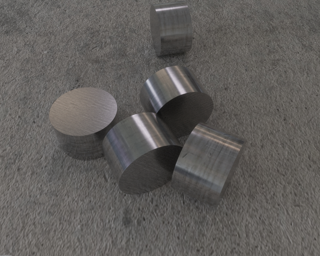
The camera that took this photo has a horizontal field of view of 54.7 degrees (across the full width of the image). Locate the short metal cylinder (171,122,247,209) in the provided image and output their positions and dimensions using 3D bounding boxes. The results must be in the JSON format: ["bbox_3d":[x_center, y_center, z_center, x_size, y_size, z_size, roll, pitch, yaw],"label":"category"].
[{"bbox_3d":[0.054,0.039,0.335,0.050,0.080,0.080,24,54,18],"label":"short metal cylinder"}]

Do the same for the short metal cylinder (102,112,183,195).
[{"bbox_3d":[-0.017,0.029,0.343,0.081,0.080,0.050,-21,53,-17],"label":"short metal cylinder"}]

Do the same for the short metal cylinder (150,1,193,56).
[{"bbox_3d":[0.017,-0.161,0.503,0.050,0.080,0.080,-10,51,-9],"label":"short metal cylinder"}]

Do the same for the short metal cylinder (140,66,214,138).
[{"bbox_3d":[0.020,-0.032,0.394,0.081,0.080,0.050,-16,52,-13],"label":"short metal cylinder"}]

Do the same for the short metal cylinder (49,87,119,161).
[{"bbox_3d":[-0.092,-0.006,0.391,0.080,0.050,0.080,0,50,0],"label":"short metal cylinder"}]
